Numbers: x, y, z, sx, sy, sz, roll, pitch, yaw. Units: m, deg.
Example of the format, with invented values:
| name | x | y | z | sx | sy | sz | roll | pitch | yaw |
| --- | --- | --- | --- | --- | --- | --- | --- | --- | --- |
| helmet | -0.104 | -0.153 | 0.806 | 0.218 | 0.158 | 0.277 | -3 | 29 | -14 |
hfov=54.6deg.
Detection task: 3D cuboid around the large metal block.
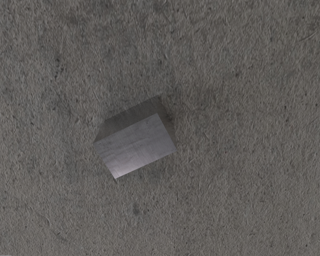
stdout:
| name | x | y | z | sx | sy | sz | roll | pitch | yaw |
| --- | --- | --- | --- | --- | --- | --- | --- | --- | --- |
| large metal block | -0.028 | 0.008 | 0.383 | 0.080 | 0.080 | 0.050 | -25 | 108 | 9 |
